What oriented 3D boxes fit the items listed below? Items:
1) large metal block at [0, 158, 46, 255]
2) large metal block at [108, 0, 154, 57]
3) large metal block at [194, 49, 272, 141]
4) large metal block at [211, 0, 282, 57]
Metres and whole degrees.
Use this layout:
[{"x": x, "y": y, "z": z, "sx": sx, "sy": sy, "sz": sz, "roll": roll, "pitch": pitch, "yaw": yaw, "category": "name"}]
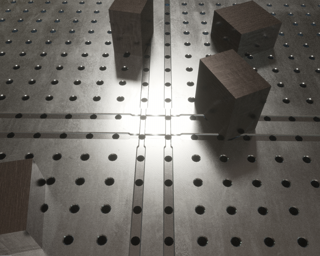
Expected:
[{"x": -0.168, "y": 0.084, "z": 0.319, "sx": 0.081, "sy": 0.050, "sz": 0.080, "roll": -8, "pitch": 51, "yaw": -7, "category": "large metal block"}, {"x": -0.045, "y": -0.180, "z": 0.523, "sx": 0.050, "sy": 0.080, "sz": 0.080, "roll": 10, "pitch": 51, "yaw": 8, "category": "large metal block"}, {"x": 0.091, "y": -0.043, "z": 0.410, "sx": 0.050, "sy": 0.080, "sz": 0.080, "roll": -20, "pitch": 53, "yaw": -16, "category": "large metal block"}, {"x": 0.147, "y": -0.171, "z": 0.537, "sx": 0.081, "sy": 0.050, "sz": 0.080, "roll": -20, "pitch": 53, "yaw": -16, "category": "large metal block"}]
